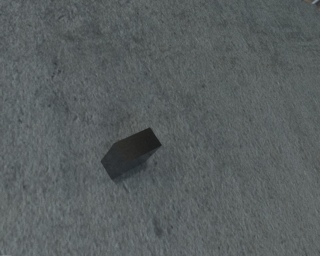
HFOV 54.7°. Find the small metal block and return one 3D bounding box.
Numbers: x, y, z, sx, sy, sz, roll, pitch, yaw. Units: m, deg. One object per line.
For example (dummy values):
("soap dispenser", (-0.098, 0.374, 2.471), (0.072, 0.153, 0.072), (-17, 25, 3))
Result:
("small metal block", (-0.033, 0.029, 0.353), (0.050, 0.050, 0.025), (-25, 76, -37))
